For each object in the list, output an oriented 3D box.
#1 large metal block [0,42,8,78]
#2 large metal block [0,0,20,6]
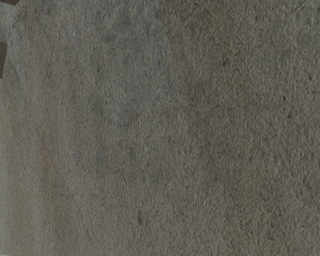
[{"bbox_3d":[-0.404,-0.162,0.703,0.050,0.081,0.079,27,107,37],"label":"large metal block"},{"bbox_3d":[-0.324,-0.305,0.637,0.080,0.081,0.050,-19,78,38],"label":"large metal block"}]
